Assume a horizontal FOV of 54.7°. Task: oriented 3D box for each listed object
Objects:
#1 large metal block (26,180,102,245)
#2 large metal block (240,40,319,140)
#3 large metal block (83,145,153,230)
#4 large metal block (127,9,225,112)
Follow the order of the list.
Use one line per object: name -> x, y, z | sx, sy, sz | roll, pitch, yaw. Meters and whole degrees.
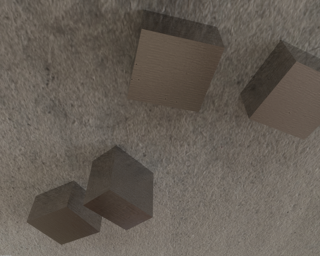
large metal block -> -0.152, 0.141, 0.509 | 0.080, 0.050, 0.080 | -24, 127, 18
large metal block -> 0.154, -0.042, 0.358 | 0.081, 0.050, 0.079 | 19, 128, -16
large metal block -> -0.055, 0.086, 0.443 | 0.050, 0.080, 0.080 | -33, 123, 25
large metal block -> 0.013, -0.070, 0.332 | 0.081, 0.050, 0.079 | 10, 129, -9
